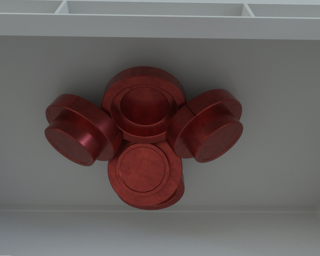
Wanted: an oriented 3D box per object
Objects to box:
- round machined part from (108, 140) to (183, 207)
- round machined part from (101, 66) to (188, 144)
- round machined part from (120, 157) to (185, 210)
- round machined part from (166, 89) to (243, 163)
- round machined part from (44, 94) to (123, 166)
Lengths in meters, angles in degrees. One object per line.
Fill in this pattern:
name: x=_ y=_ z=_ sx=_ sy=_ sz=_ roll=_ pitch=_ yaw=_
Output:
round machined part: x=-0.020 y=0.053 z=0.403 sx=0.099 sy=0.097 sz=0.042 roll=-5 pitch=174 yaw=4
round machined part: x=-0.018 y=-0.031 z=0.368 sx=0.099 sy=0.042 sz=0.097 roll=0 pitch=130 yaw=0
round machined part: x=-0.014 y=0.076 z=0.459 sx=0.099 sy=0.042 sz=0.097 roll=0 pitch=130 yaw=0
round machined part: x=0.059 y=0.004 z=0.370 sx=0.099 sy=0.042 sz=0.097 roll=-25 pitch=146 yaw=-18
round machined part: x=-0.098 y=0.009 z=0.374 sx=0.098 sy=0.042 sz=0.097 roll=22 pitch=146 yaw=16
